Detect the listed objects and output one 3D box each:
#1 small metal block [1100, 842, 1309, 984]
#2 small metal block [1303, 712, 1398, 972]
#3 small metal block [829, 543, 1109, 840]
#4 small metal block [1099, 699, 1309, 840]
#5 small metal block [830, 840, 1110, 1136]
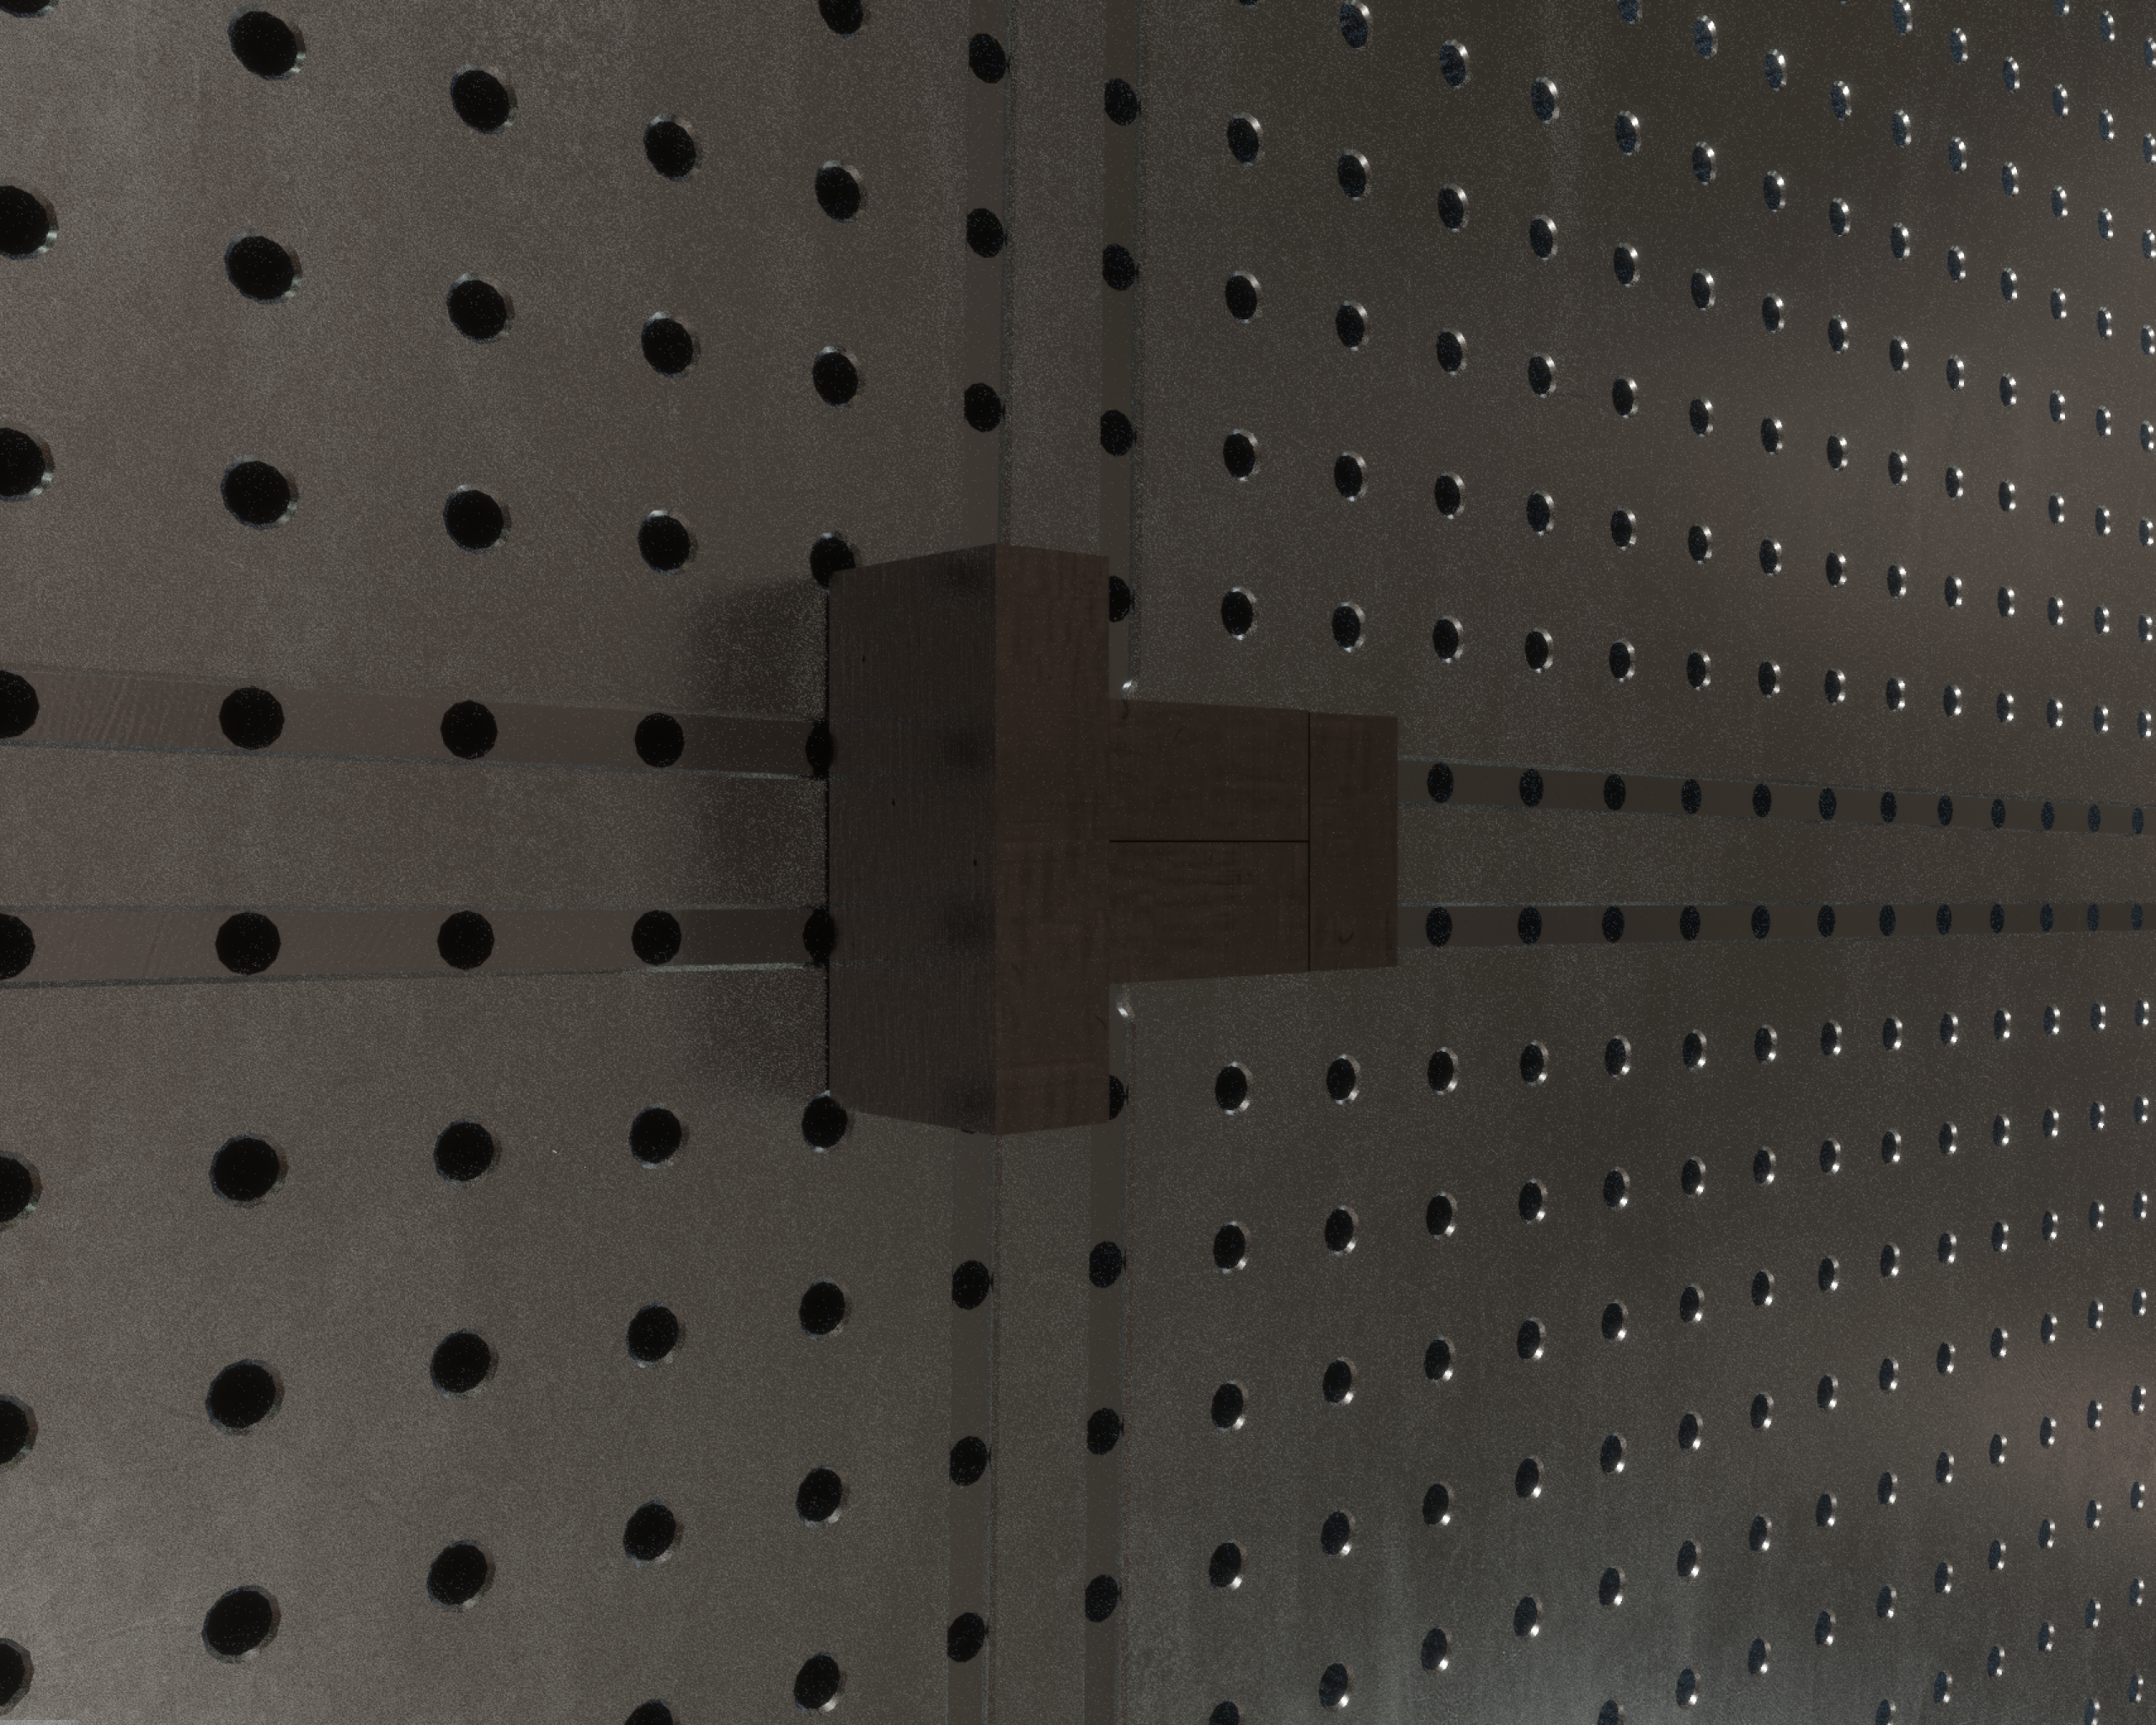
[{"bbox_3d":[0.009,0.009,0.401,0.050,0.050,0.025,0,91,-40],"label":"small metal block"},{"bbox_3d":[0.038,-0.004,0.426,0.025,0.050,0.050,0,90,-40],"label":"small metal block"},{"bbox_3d":[-0.020,-0.029,0.377,0.025,0.050,0.050,0,90,-40],"label":"small metal block"},{"bbox_3d":[0.009,-0.017,0.401,0.050,0.050,0.025,0,91,-40],"label":"small metal block"},{"bbox_3d":[-0.020,0.021,0.377,0.025,0.050,0.050,0,90,-40],"label":"small metal block"}]
